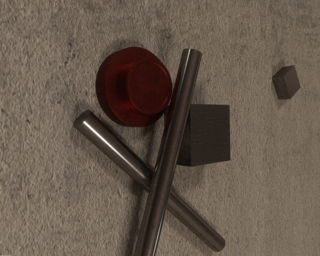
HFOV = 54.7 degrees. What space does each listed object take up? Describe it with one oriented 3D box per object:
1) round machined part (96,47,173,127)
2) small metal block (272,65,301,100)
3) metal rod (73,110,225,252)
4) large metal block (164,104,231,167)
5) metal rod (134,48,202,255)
[{"bbox_3d":[-0.024,-0.049,0.376,0.099,0.042,0.097,0,90,-40],"label":"round machined part"},{"bbox_3d":[0.254,-0.091,0.621,0.050,0.025,0.050,-40,115,-33],"label":"small metal block"},{"bbox_3d":[0.003,0.086,0.409,0.300,0.025,0.025,48,62,-30],"label":"metal rod"},{"bbox_3d":[0.053,0.008,0.436,0.081,0.050,0.079,-2,92,-40],"label":"large metal block"},{"bbox_3d":[0.006,0.049,0.376,0.025,0.025,0.299,18,83,-39],"label":"metal rod"}]
